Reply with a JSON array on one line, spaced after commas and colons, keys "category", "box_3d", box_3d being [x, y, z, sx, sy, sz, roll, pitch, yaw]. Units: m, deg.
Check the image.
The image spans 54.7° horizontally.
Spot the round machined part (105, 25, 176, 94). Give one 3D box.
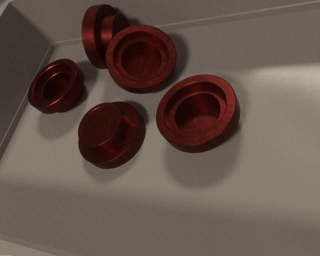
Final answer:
[{"category": "round machined part", "box_3d": [-0.026, -0.095, 0.448, 0.099, 0.042, 0.098, 0, 76, 0]}]

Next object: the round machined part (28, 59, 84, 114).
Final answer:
[{"category": "round machined part", "box_3d": [-0.168, -0.065, 0.520, 0.098, 0.042, 0.098, -13, 56, 20]}]

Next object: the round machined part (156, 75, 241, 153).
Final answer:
[{"category": "round machined part", "box_3d": [0.048, -0.013, 0.377, 0.098, 0.042, 0.098, -13, 56, 20]}]

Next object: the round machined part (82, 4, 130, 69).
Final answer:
[{"category": "round machined part", "box_3d": [-0.077, -0.142, 0.486, 0.042, 0.098, 0.098, 2, 63, 20]}]

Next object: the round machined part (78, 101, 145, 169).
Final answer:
[{"category": "round machined part", "box_3d": [-0.073, 0.004, 0.429, 0.098, 0.042, 0.098, -13, 56, 20]}]
